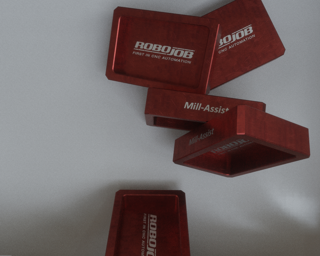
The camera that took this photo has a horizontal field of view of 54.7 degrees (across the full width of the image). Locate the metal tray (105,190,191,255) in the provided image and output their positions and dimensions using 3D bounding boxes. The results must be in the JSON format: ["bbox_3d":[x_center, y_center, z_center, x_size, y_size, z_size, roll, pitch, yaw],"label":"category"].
[{"bbox_3d":[-0.013,0.129,0.361,0.091,0.130,0.030,1,124,0],"label":"metal tray"}]

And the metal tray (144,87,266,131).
[{"bbox_3d":[0.049,-0.015,0.377,0.131,0.090,0.030,8,82,0],"label":"metal tray"}]

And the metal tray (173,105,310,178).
[{"bbox_3d":[0.084,0.022,0.347,0.091,0.129,0.030,17,65,-21],"label":"metal tray"}]

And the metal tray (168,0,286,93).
[{"bbox_3d":[0.084,-0.108,0.409,0.131,0.030,0.090,-26,90,0],"label":"metal tray"}]

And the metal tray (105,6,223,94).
[{"bbox_3d":[0.003,-0.093,0.382,0.130,0.030,0.089,13,103,15],"label":"metal tray"}]
